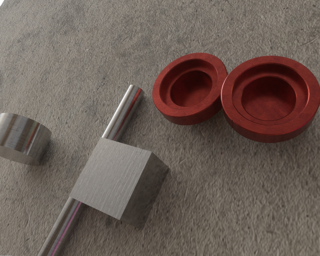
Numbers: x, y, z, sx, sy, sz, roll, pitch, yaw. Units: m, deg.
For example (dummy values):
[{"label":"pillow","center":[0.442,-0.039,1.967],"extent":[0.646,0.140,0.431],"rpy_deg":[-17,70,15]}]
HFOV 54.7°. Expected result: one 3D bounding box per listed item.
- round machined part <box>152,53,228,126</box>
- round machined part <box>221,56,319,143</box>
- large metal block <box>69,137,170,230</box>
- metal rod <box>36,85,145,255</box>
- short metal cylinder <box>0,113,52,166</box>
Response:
[{"label":"round machined part","center":[0.043,-0.045,0.398],"extent":[0.098,0.042,0.098],"rpy_deg":[-13,56,21]},{"label":"round machined part","center":[0.118,-0.028,0.340],"extent":[0.098,0.042,0.098],"rpy_deg":[-6,62,12]},{"label":"large metal block","center":[-0.047,0.065,0.373],"extent":[0.080,0.050,0.080],"rpy_deg":[13,68,33]},{"label":"metal rod","center":[-0.096,0.072,0.410],"extent":[0.025,0.025,0.300],"rpy_deg":[14,68,33]},{"label":"short metal cylinder","center":[-0.213,0.019,0.469],"extent":[0.080,0.080,0.050],"rpy_deg":[0,62,28]}]
